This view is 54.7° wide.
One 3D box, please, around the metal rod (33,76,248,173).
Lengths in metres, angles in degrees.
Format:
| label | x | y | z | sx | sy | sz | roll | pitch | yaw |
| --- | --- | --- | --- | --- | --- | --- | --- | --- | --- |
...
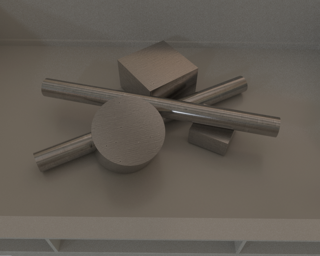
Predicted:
| label | x | y | z | sx | sy | sz | roll | pitch | yaw |
| --- | --- | --- | --- | --- | --- | --- | --- | --- | --- |
| metal rod | -0.012 | -0.012 | 0.413 | 0.302 | 0.025 | 0.025 | -22 | 54 | -18 |

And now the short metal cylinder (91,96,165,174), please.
| label | x | y | z | sx | sy | sz | roll | pitch | yaw |
| --- | --- | --- | --- | --- | --- | --- | --- | --- | --- |
| short metal cylinder | -0.039 | 0.009 | 0.360 | 0.081 | 0.050 | 0.080 | 4 | 71 | -11 |

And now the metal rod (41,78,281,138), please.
| label | x | y | z | sx | sy | sz | roll | pitch | yaw |
| --- | --- | --- | --- | --- | --- | --- | --- | --- | --- |
| metal rod | -0.005 | -0.028 | 0.394 | 0.301 | 0.025 | 0.025 | 10 | 51 | 8 |

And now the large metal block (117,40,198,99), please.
| label | x | y | z | sx | sy | sz | roll | pitch | yaw |
| --- | --- | --- | --- | --- | --- | --- | --- | --- | --- |
| large metal block | -0.004 | -0.073 | 0.448 | 0.081 | 0.050 | 0.080 | -29 | 56 | -23 |

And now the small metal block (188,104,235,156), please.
| label | x | y | z | sx | sy | sz | roll | pitch | yaw |
| --- | --- | --- | --- | --- | --- | --- | --- | --- | --- |
| small metal block | 0.070 | 0.001 | 0.401 | 0.050 | 0.025 | 0.050 | 21 | 53 | 16 |
